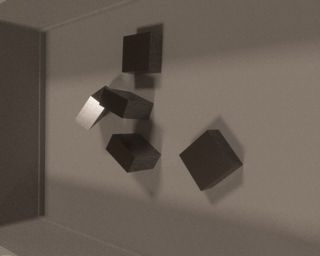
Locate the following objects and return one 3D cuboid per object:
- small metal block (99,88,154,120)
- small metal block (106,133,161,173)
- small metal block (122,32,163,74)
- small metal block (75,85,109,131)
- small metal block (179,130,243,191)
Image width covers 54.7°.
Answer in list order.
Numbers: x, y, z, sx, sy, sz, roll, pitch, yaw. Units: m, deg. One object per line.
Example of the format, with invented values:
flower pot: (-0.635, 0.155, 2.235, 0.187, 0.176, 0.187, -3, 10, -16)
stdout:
small metal block: (-0.046, -0.033, 0.426, 0.050, 0.050, 0.025, 29, 106, 36)
small metal block: (-0.036, 0.032, 0.418, 0.050, 0.050, 0.025, 42, 115, 32)
small metal block: (-0.025, -0.101, 0.425, 0.050, 0.025, 0.050, 4, 93, 39)
small metal block: (-0.094, -0.030, 0.462, 0.025, 0.050, 0.050, 39, 119, -4)
small metal block: (0.058, 0.037, 0.358, 0.050, 0.025, 0.050, -45, 63, 30)
